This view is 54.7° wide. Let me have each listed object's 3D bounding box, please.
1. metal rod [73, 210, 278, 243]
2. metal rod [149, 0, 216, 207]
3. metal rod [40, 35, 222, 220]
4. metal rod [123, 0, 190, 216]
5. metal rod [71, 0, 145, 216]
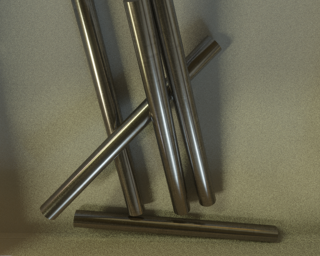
[{"bbox_3d":[0.025,0.148,0.466,0.302,0.025,0.025,5,110,-3],"label":"metal rod"},{"bbox_3d":[0.033,-0.017,0.375,0.025,0.025,0.298,-14,121,5],"label":"metal rod"},{"bbox_3d":[-0.039,0.003,0.387,0.025,0.025,0.300,43,95,-15],"label":"metal rod"},{"bbox_3d":[0.005,-0.001,0.373,0.025,0.025,0.298,-11,124,3],"label":"metal rod"},{"bbox_3d":[-0.062,-0.015,0.404,0.025,0.025,0.298,-10,110,3],"label":"metal rod"}]
